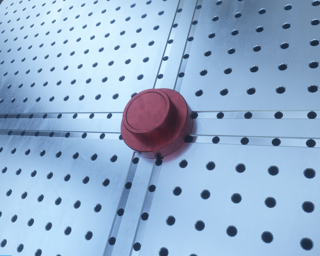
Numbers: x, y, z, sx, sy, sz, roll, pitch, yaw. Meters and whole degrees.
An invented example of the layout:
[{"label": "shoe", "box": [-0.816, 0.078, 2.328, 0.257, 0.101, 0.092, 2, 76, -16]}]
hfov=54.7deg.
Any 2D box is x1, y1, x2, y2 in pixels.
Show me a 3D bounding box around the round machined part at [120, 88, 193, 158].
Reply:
[{"label": "round machined part", "box": [-0.010, -0.013, 0.409, 0.098, 0.042, 0.098, -13, 56, 20]}]
